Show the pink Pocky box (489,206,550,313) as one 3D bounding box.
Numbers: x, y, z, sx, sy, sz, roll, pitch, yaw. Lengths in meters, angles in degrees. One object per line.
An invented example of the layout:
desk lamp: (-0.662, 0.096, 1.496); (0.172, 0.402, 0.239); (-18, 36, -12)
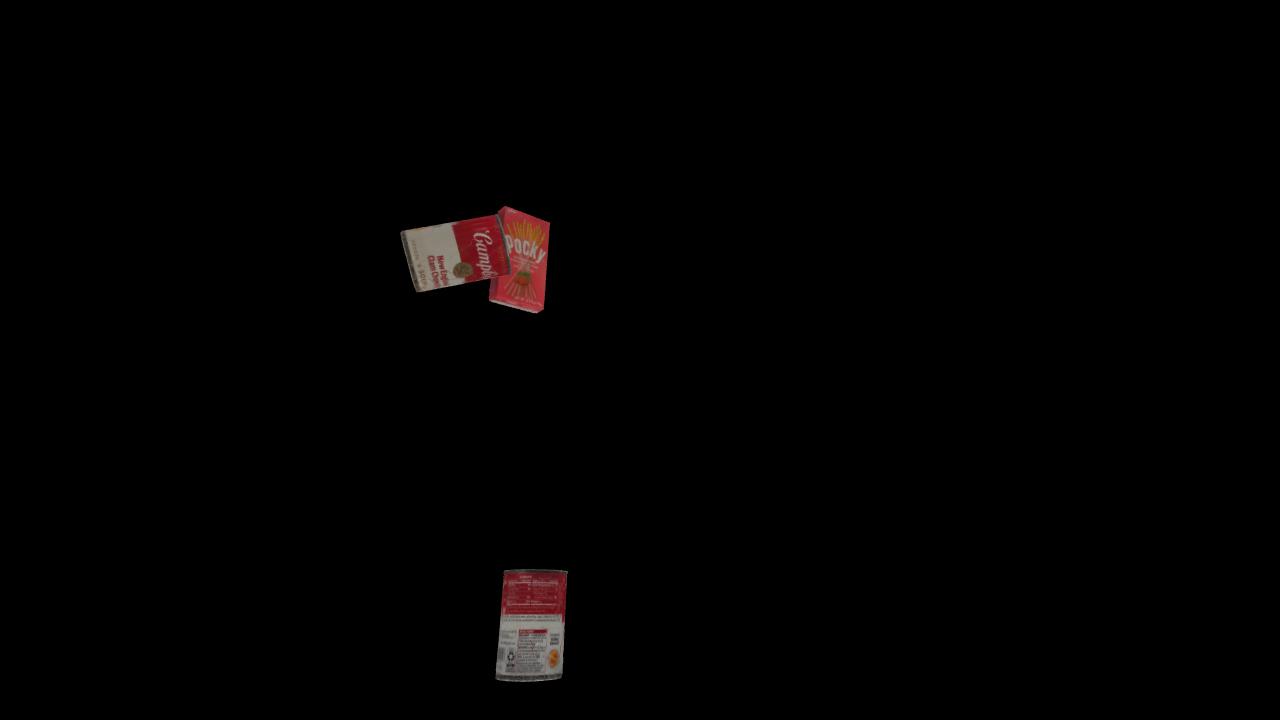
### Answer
pink Pocky box: (-0.188, -0.158, 0.969); (0.084, 0.155, 0.029); (14, -20, -38)

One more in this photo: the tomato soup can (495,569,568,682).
tomato soup can: (-0.109, 0.268, 0.626); (0.068, 0.101, 0.068); (0, -23, 0)

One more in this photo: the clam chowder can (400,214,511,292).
clam chowder can: (-0.197, -0.115, 0.662); (0.102, 0.068, 0.068); (-14, 4, -16)
